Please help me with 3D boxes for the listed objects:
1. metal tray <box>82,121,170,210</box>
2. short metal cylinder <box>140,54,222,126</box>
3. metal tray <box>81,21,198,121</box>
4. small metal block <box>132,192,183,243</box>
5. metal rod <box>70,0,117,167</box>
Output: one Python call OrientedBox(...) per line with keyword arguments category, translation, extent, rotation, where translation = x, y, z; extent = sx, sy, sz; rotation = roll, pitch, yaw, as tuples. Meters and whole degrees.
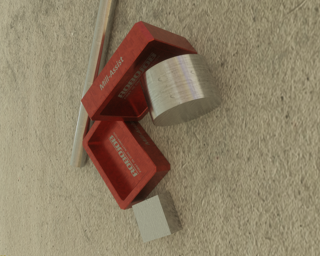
OrientedBox(category="metal tray", translation=(-0.053, 0.037, 0.443), extent=(0.130, 0.030, 0.090), rotation=(52, 120, 27))
OrientedBox(category="short metal cylinder", translation=(0.023, -0.040, 0.349), extent=(0.080, 0.081, 0.050), rotation=(-28, 73, 36))
OrientedBox(category="metal tray", translation=(-0.026, -0.061, 0.381), extent=(0.129, 0.091, 0.030), rotation=(-47, 63, 30))
OrientedBox(category="small metal block", translation=(-0.004, 0.117, 0.407), extent=(0.050, 0.025, 0.050), rotation=(-31, 71, 35))
OrientedBox(category="metal rod", translation=(-0.104, -0.082, 0.487), extent=(0.025, 0.025, 0.298), rotation=(21, 103, 37))
